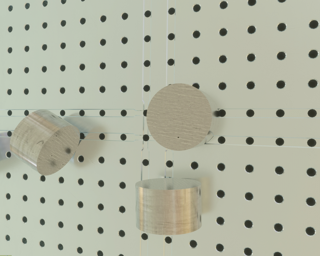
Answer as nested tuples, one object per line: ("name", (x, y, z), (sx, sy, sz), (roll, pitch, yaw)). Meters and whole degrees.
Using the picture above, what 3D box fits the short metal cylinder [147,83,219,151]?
("short metal cylinder", (0.030, -0.013, 0.389), (0.080, 0.050, 0.080), (0, 90, 20))

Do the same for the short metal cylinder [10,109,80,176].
("short metal cylinder", (-0.161, 0.020, 0.440), (0.050, 0.080, 0.080), (29, 100, 17))

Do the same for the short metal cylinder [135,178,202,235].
("short metal cylinder", (0.011, 0.093, 0.380), (0.080, 0.080, 0.050), (-1, 90, 20))
